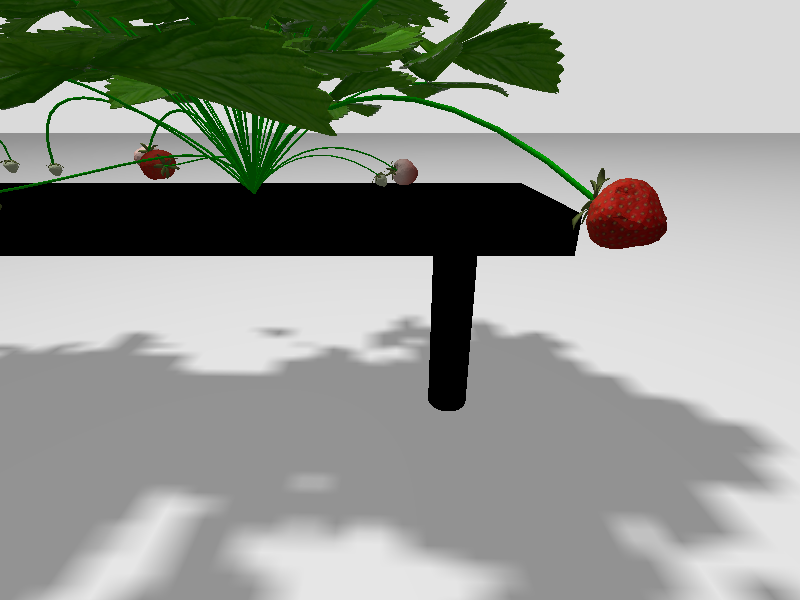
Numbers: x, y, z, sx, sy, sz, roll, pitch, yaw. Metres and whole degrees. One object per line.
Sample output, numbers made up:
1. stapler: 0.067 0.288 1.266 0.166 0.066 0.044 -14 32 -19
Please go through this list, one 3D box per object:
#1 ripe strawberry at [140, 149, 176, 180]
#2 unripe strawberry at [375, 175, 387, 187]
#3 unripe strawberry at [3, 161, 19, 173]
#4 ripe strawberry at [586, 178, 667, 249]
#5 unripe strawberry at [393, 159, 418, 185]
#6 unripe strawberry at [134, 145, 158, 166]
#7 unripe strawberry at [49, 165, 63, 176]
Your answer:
1. ripe strawberry: -0.250 -0.139 0.411 0.034 0.029 0.034 14 28 30
2. unripe strawberry: -0.017 -0.110 0.370 0.011 0.011 0.013 48 3 -29
3. unripe strawberry: -0.456 -0.156 0.470 0.015 0.013 0.013 19 30 36
4. ripe strawberry: 0.103 -0.037 0.180 0.033 0.032 0.036 33 37 24
5. unripe strawberry: 0.006 -0.123 0.386 0.025 0.025 0.023 2 21 -25
6. unripe strawberry: -0.317 -0.178 0.502 0.031 0.027 0.031 -23 -1 -42
7. unripe strawberry: -0.335 -0.127 0.390 0.010 0.011 0.011 6 25 14
